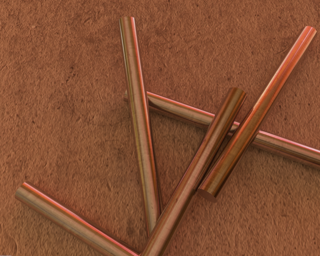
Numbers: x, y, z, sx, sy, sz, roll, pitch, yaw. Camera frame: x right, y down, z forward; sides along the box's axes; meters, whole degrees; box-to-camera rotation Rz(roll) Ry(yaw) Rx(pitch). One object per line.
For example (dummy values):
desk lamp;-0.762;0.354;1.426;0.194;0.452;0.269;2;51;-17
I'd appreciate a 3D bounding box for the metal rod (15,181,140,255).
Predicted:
metal rod;-0.038;0.147;0.353;0.301;0.025;0.025;29;73;10

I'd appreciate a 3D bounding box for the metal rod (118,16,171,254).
metal rod;-0.022;0.000;0.387;0.025;0.025;0.299;-8;78;-3

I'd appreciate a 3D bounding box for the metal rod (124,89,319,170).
metal rod;0.096;0.002;0.407;0.301;0.025;0.025;20;71;7

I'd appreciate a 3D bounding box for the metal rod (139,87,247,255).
metal rod;0.026;0.078;0.350;0.025;0.025;0.300;28;72;9

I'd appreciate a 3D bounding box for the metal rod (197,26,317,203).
metal rod;0.136;-0.034;0.399;0.025;0.025;0.301;33;65;11
